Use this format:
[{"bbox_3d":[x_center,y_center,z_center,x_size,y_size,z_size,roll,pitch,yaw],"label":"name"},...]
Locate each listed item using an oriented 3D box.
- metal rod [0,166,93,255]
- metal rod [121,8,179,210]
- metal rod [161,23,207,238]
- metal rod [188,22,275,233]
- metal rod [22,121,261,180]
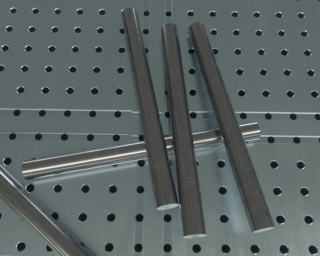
[{"bbox_3d":[-0.146,0.108,0.370,0.300,0.025,0.025,38,74,12],"label":"metal rod"},{"bbox_3d":[-0.019,-0.044,0.408,0.025,0.025,0.299,-10,63,-4],"label":"metal rod"},{"bbox_3d":[0.025,-0.018,0.395,0.025,0.025,0.299,-4,62,-2],"label":"metal rod"},{"bbox_3d":[0.082,-0.021,0.396,0.025,0.025,0.299,-10,61,-4],"label":"metal rod"},{"bbox_3d":[-0.020,0.028,0.401,0.302,0.025,0.025,-10,71,-4],"label":"metal rod"}]
